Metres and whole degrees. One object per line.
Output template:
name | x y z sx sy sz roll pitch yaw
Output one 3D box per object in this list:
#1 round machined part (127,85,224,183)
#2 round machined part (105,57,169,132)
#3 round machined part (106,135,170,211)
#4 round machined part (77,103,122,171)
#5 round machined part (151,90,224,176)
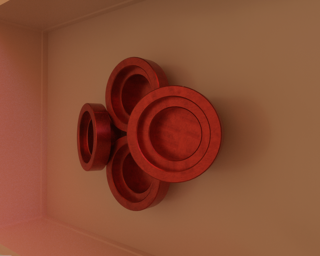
round machined part | 0.018 0.006 0.328 0.098 0.042 0.097 0 90 18
round machined part | -0.025 -0.042 0.414 0.098 0.042 0.097 0 90 40
round machined part | -0.023 0.057 0.412 0.098 0.042 0.097 0 90 40
round machined part | -0.088 0.013 0.453 0.098 0.042 0.097 -1 88 61
round machined part | 0.025 0.006 0.359 0.098 0.042 0.097 0 89 17
